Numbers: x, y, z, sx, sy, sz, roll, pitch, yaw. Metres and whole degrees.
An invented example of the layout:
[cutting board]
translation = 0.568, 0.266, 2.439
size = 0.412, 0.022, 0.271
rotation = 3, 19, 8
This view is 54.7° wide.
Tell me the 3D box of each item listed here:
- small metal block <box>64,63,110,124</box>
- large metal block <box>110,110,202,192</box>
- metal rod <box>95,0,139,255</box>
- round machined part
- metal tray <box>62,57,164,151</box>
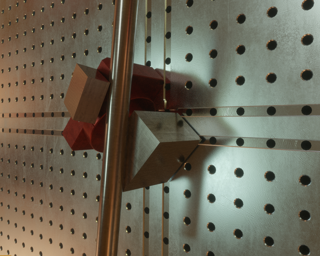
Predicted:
[small metal block]
translation = -0.084, -0.039, 0.349
size = 0.050, 0.025, 0.050
rotation = 45, 117, 51
[large metal block]
translation = -0.010, 0.027, 0.376
size = 0.050, 0.081, 0.080
rotation = 50, 119, 28
[metal rod]
translation = -0.049, 0.011, 0.343
size = 0.025, 0.025, 0.298
rotation = 9, 96, 39
[round machined part]
translation = -0.045, -0.001, 0.402
size = 0.042, 0.099, 0.097
rotation = 50, 119, 28
[metal tray]
translation = -0.063, -0.027, 0.416
size = 0.030, 0.091, 0.129
rotation = 51, 119, 28
